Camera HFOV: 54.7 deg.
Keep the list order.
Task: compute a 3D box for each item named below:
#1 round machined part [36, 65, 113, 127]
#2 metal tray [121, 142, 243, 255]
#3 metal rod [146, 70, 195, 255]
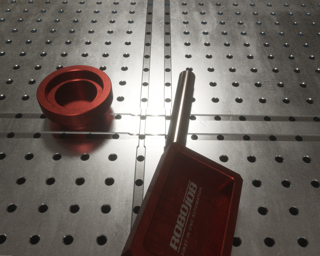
[{"bbox_3d":[-0.114,-0.040,0.429,0.099,0.042,0.098,0,50,0],"label":"round machined part"},{"bbox_3d":[0.028,0.086,0.308,0.090,0.030,0.130,28,49,-5],"label":"metal tray"},{"bbox_3d":[0.016,0.035,0.378,0.025,0.025,0.300,8,50,6],"label":"metal rod"}]
